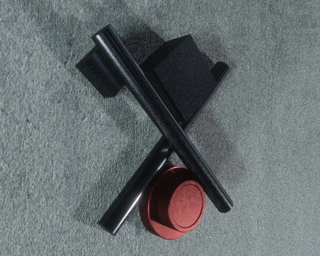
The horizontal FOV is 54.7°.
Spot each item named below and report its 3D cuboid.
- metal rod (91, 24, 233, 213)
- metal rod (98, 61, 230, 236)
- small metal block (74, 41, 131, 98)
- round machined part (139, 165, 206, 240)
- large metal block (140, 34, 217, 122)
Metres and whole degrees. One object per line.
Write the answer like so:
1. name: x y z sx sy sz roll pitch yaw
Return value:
1. metal rod: 0.017 0.007 0.390 0.025 0.025 0.300 -51 120 -28
2. metal rod: 0.019 0.011 0.426 0.025 0.025 0.301 53 59 -28
3. small metal block: -0.060 -0.070 0.358 0.050 0.025 0.050 51 60 -28
4. round machined part: 0.024 0.101 0.417 0.099 0.042 0.097 0 90 -40
5. large metal block: 0.020 -0.064 0.410 0.080 0.050 0.080 -49 120 -29
